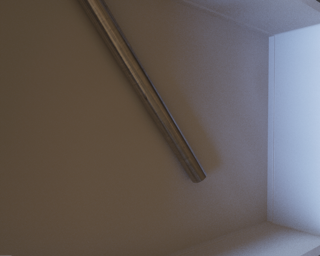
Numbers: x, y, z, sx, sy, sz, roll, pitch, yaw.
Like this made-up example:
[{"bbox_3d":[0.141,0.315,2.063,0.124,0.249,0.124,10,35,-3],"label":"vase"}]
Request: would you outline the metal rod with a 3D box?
[{"bbox_3d":[-0.015,-0.043,0.395,0.025,0.025,0.299,-47,118,-30],"label":"metal rod"}]
